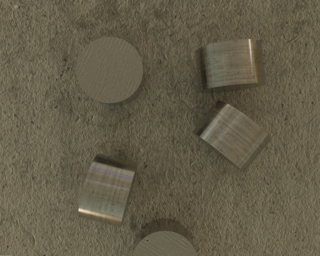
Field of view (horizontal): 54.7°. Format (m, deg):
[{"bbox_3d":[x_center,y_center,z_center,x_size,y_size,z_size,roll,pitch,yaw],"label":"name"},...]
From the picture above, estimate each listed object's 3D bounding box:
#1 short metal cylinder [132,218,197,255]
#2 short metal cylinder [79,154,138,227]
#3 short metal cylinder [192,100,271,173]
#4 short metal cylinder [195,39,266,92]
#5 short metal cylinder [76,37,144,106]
[{"bbox_3d":[0.006,0.163,0.397,0.081,0.050,0.080,0,90,0],"label":"short metal cylinder"},{"bbox_3d":[-0.062,0.076,0.382,0.050,0.080,0.080,14,90,0],"label":"short metal cylinder"},{"bbox_3d":[0.087,0.010,0.383,0.080,0.080,0.050,39,90,0],"label":"short metal cylinder"},{"bbox_3d":[0.086,-0.074,0.383,0.080,0.080,0.050,-6,90,0],"label":"short metal cylinder"},{"bbox_3d":[-0.060,-0.070,0.397,0.081,0.050,0.080,0,90,0],"label":"short metal cylinder"}]
